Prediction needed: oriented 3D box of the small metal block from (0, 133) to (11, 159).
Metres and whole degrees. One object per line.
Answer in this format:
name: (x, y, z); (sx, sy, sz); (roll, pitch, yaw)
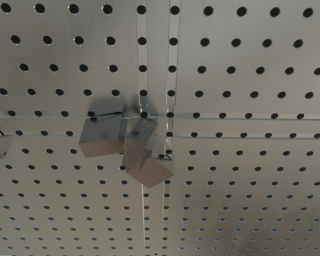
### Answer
small metal block: (-0.247, 0.020, 0.427); (0.050, 0.025, 0.050); (-11, 130, 9)

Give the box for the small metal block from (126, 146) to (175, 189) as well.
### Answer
small metal block: (-0.014, 0.059, 0.461); (0.050, 0.025, 0.050); (-33, 123, 25)

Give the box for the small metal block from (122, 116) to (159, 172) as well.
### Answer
small metal block: (-0.026, 0.020, 0.409); (0.025, 0.050, 0.050); (21, 130, 8)

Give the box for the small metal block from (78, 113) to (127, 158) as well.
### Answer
small metal block: (-0.073, 0.009, 0.402); (0.050, 0.050, 0.025); (-8, 130, 7)
